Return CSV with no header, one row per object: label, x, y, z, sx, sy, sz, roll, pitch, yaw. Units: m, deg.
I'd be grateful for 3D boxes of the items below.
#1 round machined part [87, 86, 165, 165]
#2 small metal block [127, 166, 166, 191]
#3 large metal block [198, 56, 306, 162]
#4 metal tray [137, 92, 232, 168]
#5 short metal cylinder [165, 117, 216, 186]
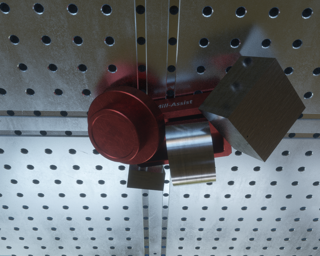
round machined part,-0.047,0.002,0.372,0.098,0.042,0.097,10,117,20
small metal block,-0.020,0.069,0.446,0.050,0.050,0.025,6,96,-5
large metal block,0.104,-0.022,0.347,0.080,0.050,0.080,-51,121,-8
metal tray,0.025,0.004,0.409,0.131,0.030,0.090,-9,130,7
short metal cylinder,0.037,0.029,0.379,0.050,0.080,0.080,-7,130,5
